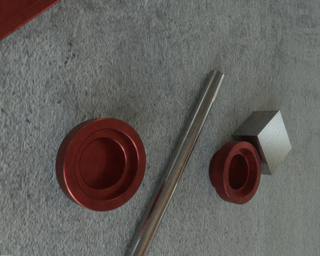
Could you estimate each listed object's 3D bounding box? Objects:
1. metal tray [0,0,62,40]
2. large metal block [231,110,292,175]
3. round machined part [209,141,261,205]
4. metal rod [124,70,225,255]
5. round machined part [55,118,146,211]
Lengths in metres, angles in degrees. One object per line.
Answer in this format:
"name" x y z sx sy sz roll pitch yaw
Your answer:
"metal tray" -0.145 -0.140 0.280 0.130 0.030 0.090 -50 120 -28
"large metal block" 0.180 0.024 0.543 0.080 0.050 0.080 -40 115 -33
"round machined part" 0.116 0.069 0.494 0.099 0.042 0.097 0 90 -40
"metal rod" 0.026 0.044 0.428 0.025 0.025 0.300 41 65 -33
"round machined part" -0.067 0.038 0.339 0.099 0.042 0.097 0 90 -40
